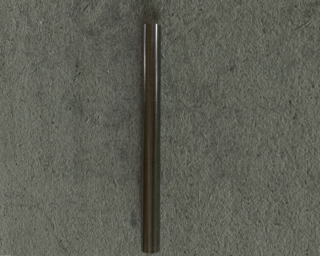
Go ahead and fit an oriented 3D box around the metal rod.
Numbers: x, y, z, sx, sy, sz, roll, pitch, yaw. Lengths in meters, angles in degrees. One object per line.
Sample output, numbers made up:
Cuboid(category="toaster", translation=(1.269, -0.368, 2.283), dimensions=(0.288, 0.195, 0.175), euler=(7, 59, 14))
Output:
Cuboid(category="metal rod", translation=(-0.012, 0.014, 0.413), dimensions=(0.025, 0.025, 0.298), euler=(0, 90, 19))
